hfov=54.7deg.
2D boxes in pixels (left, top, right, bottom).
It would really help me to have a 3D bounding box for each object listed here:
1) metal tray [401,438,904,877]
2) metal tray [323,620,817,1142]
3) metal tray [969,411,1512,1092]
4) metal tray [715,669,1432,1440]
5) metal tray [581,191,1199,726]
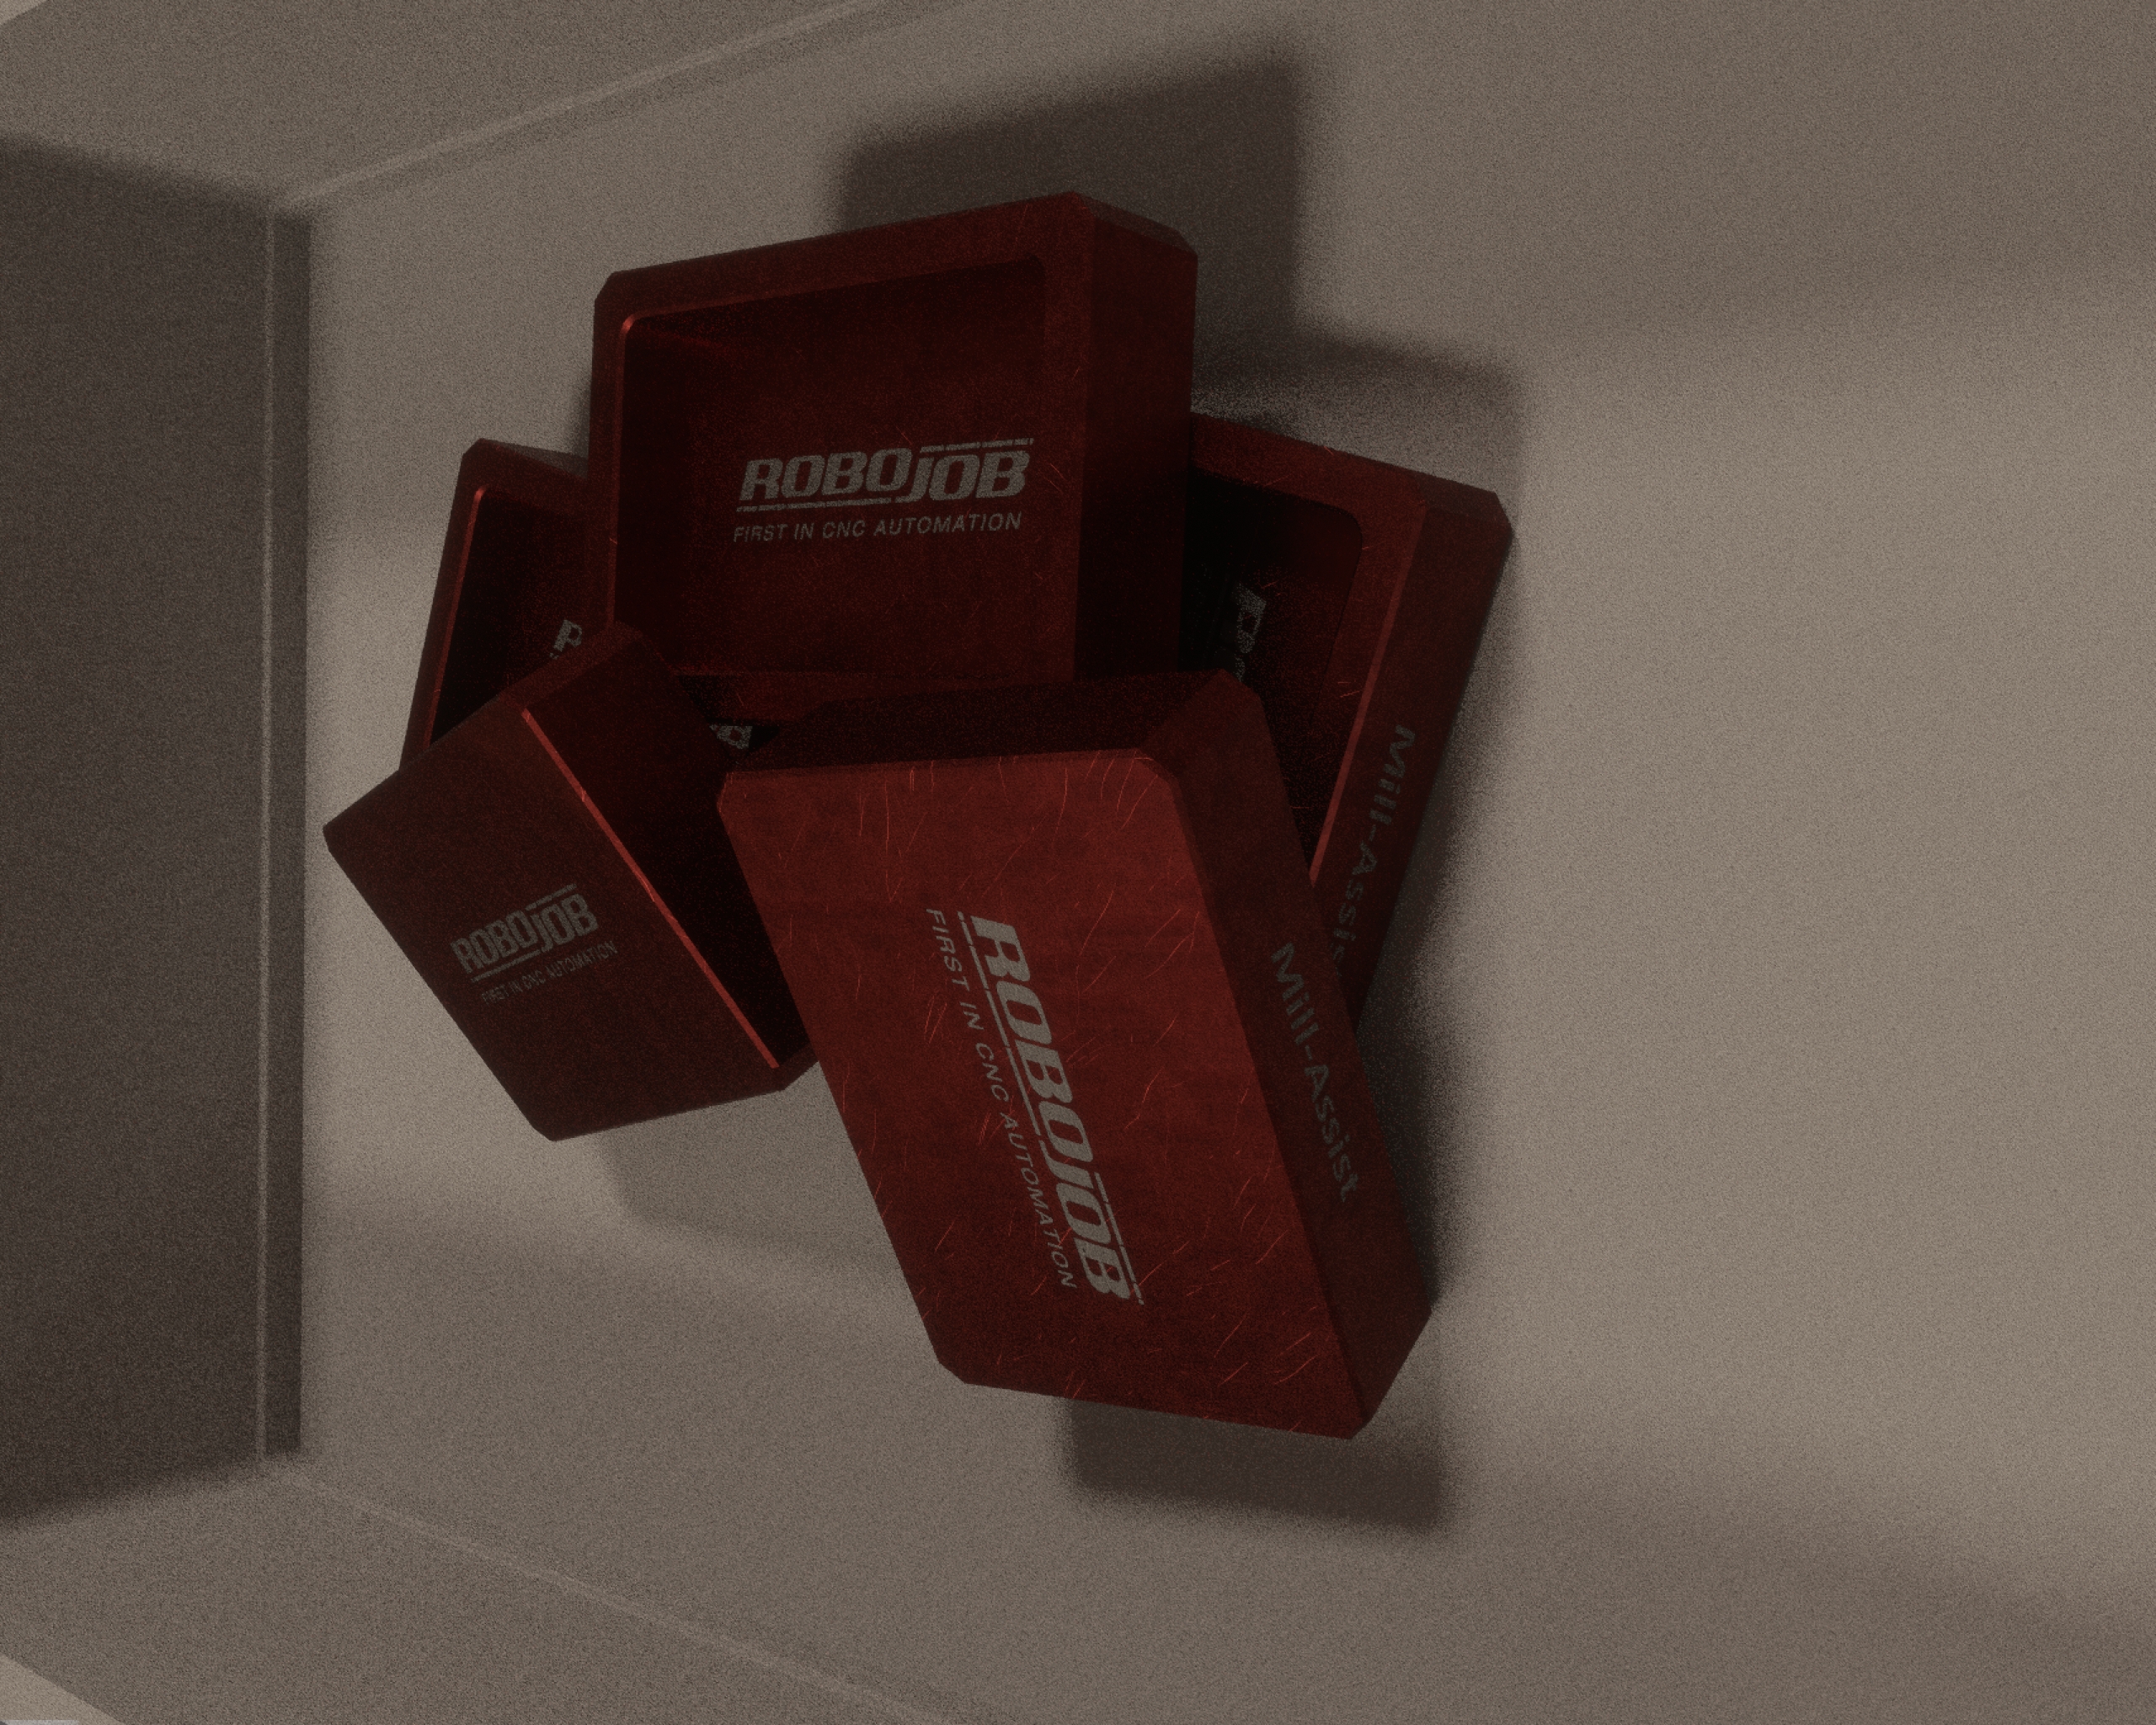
[{"bbox_3d":[-0.101,-0.039,0.480,0.130,0.030,0.089,25,106,37],"label":"metal tray"},{"bbox_3d":[-0.104,0.010,0.441,0.130,0.030,0.090,-19,108,54],"label":"metal tray"},{"bbox_3d":[0.017,-0.016,0.385,0.090,0.030,0.129,24,105,37],"label":"metal tray"},{"bbox_3d":[0.001,0.034,0.357,0.090,0.030,0.129,-2,118,34],"label":"metal tray"},{"bbox_3d":[-0.040,-0.070,0.393,0.130,0.030,0.089,5,93,39],"label":"metal tray"}]
